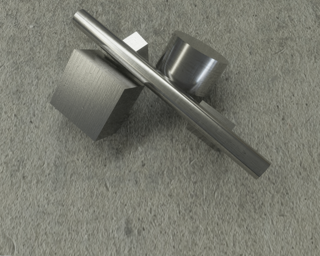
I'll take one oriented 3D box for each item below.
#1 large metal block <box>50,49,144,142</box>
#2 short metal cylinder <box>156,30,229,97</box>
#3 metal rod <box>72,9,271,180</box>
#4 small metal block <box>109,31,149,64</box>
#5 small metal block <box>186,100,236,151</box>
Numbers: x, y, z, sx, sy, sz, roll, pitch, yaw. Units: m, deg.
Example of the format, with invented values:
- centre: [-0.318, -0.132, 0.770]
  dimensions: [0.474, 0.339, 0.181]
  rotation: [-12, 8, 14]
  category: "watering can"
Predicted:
- centre: [-0.080, -0.043, 0.392]
  dimensions: [0.080, 0.050, 0.080]
  rotation: [39, 115, 12]
  category: "large metal block"
- centre: [0.042, -0.084, 0.405]
  dimensions: [0.080, 0.080, 0.050]
  rotation: [37, 115, 12]
  category: "short metal cylinder"
- centre: [0.004, -0.049, 0.374]
  dimensions: [0.300, 0.025, 0.025]
  rotation: [41, 75, 13]
  category: "metal rod"
- centre: [-0.044, -0.098, 0.432]
  dimensions: [0.050, 0.050, 0.025]
  rotation: [-37, 75, -13]
  category: "small metal block"
- centre: [0.063, -0.002, 0.394]
  dimensions: [0.050, 0.050, 0.025]
  rotation: [39, 75, 12]
  category: "small metal block"
